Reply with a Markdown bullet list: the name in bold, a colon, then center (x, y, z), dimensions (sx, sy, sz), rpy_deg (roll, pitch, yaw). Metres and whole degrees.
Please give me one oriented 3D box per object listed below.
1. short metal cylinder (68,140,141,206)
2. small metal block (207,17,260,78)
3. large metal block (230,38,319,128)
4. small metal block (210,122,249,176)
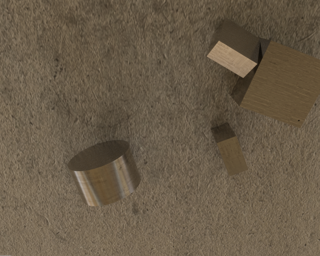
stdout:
- **short metal cylinder**: center (-0.071, 0.056, 0.400), dimensions (0.080, 0.080, 0.050), rpy_deg (-15, 110, 5)
- **small metal block**: center (0.086, -0.094, 0.360), dimensions (0.050, 0.050, 0.025), rpy_deg (28, 140, -10)
- **large metal block**: center (0.144, -0.056, 0.377), dimensions (0.080, 0.050, 0.079), rpy_deg (19, 109, -7)
- **small metal block**: center (0.090, 0.027, 0.407), dimensions (0.025, 0.050, 0.050), rpy_deg (-21, 109, 8)
